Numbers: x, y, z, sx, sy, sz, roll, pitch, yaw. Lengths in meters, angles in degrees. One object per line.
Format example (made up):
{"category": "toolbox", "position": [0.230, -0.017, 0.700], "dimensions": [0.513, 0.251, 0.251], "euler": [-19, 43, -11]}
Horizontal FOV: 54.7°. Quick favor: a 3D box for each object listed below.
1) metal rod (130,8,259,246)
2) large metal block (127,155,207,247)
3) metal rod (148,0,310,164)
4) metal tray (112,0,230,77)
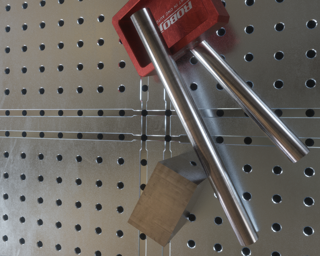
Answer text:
{"category": "metal rod", "position": [0.042, 0.001, 0.367], "dimensions": [0.025, 0.025, 0.299], "euler": [-25, 93, 18]}
{"category": "large metal block", "position": [0.015, 0.084, 0.377], "dimensions": [0.050, 0.080, 0.080], "euler": [29, 100, 17]}
{"category": "metal rod", "position": [0.069, -0.080, 0.387], "dimensions": [0.025, 0.025, 0.300], "euler": [-43, 77, 15]}
{"category": "metal tray", "position": [0.007, -0.132, 0.379], "dimensions": [0.130, 0.030, 0.090], "euler": [-30, 86, 37]}
